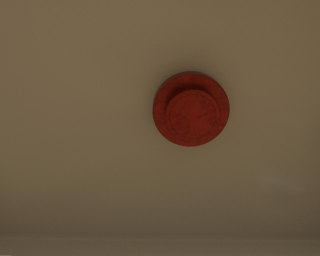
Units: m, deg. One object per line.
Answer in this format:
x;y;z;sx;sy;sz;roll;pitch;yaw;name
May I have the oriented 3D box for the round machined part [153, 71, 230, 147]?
0.040;-0.020;0.395;0.099;0.042;0.097;0;110;0;round machined part
